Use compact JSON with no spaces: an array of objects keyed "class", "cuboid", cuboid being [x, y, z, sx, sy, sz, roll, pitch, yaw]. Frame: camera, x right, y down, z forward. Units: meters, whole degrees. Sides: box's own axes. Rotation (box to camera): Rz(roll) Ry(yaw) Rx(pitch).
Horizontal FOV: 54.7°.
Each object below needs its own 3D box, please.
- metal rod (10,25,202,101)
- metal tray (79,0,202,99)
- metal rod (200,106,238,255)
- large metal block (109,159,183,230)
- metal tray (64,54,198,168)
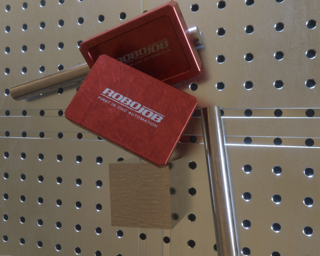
[{"class":"metal rod","cuboid":[-0.089,-0.087,0.442,0.301,0.025,0.025,-13,86,19]},{"class":"metal tray","cuboid":[-0.024,-0.091,0.392,0.130,0.030,0.090,-17,116,21]},{"class":"metal rod","cuboid":[0.080,0.122,0.383,0.025,0.025,0.298,-7,88,19]},{"class":"large metal block","cuboid":[-0.017,0.083,0.405,0.080,0.050,0.079,-3,89,19]},{"class":"metal tray","cuboid":[-0.033,-0.020,0.369,0.130,0.030,0.090,27,78,7]}]
